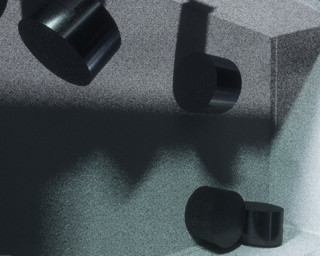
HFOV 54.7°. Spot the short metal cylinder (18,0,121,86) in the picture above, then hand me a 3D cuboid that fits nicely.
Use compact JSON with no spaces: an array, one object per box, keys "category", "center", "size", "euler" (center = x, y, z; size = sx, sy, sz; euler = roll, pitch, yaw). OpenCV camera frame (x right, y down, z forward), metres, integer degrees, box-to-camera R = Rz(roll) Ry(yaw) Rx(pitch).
[{"category":"short metal cylinder","center":[-0.085,-0.086,0.299],"size":[0.080,0.080,0.050],"euler":[48,62,-30]}]

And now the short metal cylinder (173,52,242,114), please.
[{"category":"short metal cylinder","center":[0.063,-0.059,0.423],"size":[0.050,0.080,0.080],"euler":[2,89,-40]}]

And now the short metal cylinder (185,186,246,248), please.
[{"category":"short metal cylinder","center":[0.083,0.130,0.460],"size":[0.081,0.050,0.080],"euler":[0,90,-40]}]

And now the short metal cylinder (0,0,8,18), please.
[{"category":"short metal cylinder","center":[-0.171,-0.109,0.246],"size":[0.081,0.050,0.080],"euler":[0,90,-40]}]

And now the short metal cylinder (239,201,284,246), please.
[{"category":"short metal cylinder","center":[0.157,0.152,0.502],"size":[0.081,0.080,0.050],"euler":[5,87,-40]}]
